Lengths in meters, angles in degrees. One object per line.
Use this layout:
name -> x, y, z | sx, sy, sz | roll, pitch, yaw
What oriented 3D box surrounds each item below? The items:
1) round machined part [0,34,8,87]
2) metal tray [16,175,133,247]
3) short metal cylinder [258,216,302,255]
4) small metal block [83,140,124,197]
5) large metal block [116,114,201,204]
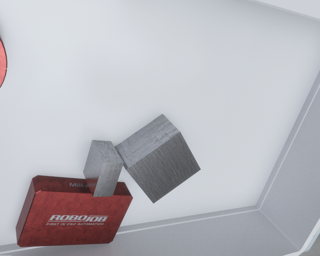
round machined part -> -0.183, -0.063, 0.257 | 0.099, 0.042, 0.097 | -15, 126, -22
metal tray -> -0.112, 0.113, 0.415 | 0.131, 0.030, 0.089 | 12, 112, -34
short metal cylinder -> 0.270, 0.248, 0.700 | 0.081, 0.050, 0.079 | -14, 125, -21
small metal block -> -0.072, 0.050, 0.385 | 0.025, 0.050, 0.050 | 6, 115, -32
large metal block -> -0.003, 0.042, 0.419 | 0.080, 0.050, 0.080 | -35, 129, -6
